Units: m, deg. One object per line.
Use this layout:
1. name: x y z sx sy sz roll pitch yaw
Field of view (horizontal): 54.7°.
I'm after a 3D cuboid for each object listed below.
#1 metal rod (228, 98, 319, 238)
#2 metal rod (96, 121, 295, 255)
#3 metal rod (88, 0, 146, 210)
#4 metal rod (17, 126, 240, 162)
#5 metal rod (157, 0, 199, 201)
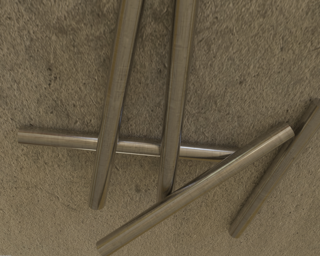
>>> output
1. metal rod: 0.170 0.082 0.477 0.025 0.025 0.298 9 130 -8
2. metal rod: 0.045 0.084 0.418 0.301 0.025 0.025 -34 125 3
3. metal rod: -0.058 -0.012 0.371 0.025 0.025 0.298 10 122 -9
4. metal rod: -0.036 0.024 0.427 0.302 0.025 0.025 6 130 -5
5. metal rod: 0.016 -0.013 0.372 0.025 0.025 0.298 3 123 -3
